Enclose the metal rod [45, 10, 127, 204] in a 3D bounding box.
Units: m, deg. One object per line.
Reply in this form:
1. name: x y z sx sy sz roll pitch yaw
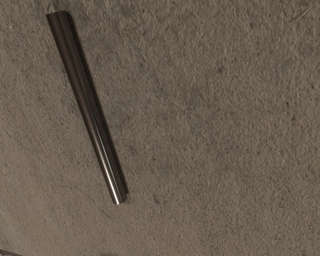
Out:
1. metal rod: -0.098 -0.013 0.448 0.025 0.025 0.298 1 119 27
